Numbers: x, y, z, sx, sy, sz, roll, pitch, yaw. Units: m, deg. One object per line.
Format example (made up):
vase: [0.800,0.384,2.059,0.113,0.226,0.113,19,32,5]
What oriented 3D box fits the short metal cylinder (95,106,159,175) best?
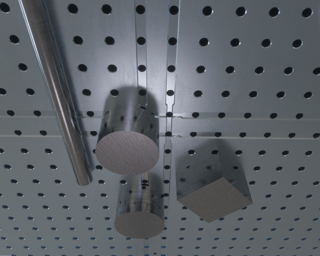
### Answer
short metal cylinder: [-0.041,0.017,0.410,0.081,0.050,0.079,0,130,0]

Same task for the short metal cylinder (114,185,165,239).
short metal cylinder: [-0.033,0.141,0.515,0.081,0.050,0.079,0,130,0]

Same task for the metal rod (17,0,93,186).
metal rod: [-0.121,-0.034,0.381,0.025,0.025,0.298,-2,130,1]

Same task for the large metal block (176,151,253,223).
large metal block: [0.081,0.093,0.475,0.080,0.050,0.080,-33,123,25]
